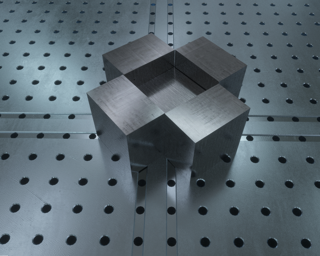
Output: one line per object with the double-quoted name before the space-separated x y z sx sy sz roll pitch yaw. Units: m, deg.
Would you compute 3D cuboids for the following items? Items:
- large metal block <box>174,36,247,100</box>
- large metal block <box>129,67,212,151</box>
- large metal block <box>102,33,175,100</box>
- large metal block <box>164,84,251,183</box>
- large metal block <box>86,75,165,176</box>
"large metal block" 0.064 -0.065 0.428 0.050 0.080 0.080 -31 57 -24
"large metal block" 0.014 -0.025 0.411 0.080 0.050 0.080 -32 56 -22
"large metal block" -0.027 -0.073 0.434 0.080 0.080 0.050 -31 57 -24
"large metal block" 0.053 0.007 0.368 0.080 0.080 0.050 -30 56 -23
"large metal block" -0.039 -0.003 0.374 0.050 0.080 0.080 -32 57 -24
